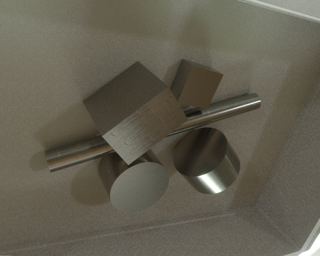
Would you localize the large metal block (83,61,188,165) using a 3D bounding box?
[{"bbox_3d":[-0.029,-0.019,0.345,0.080,0.080,0.050,-37,130,-4],"label":"large metal block"}]

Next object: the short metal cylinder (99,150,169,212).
[{"bbox_3d":[-0.035,0.065,0.412,0.081,0.050,0.079,-14,125,-21],"label":"short metal cylinder"}]

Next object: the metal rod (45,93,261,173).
[{"bbox_3d":[0.006,0.000,0.412,0.302,0.025,0.025,-16,125,-20],"label":"metal rod"}]

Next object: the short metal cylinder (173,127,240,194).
[{"bbox_3d":[0.066,0.046,0.438,0.080,0.080,0.050,-40,130,-1],"label":"short metal cylinder"}]

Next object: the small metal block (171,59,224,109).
[{"bbox_3d":[0.046,-0.056,0.399,0.050,0.025,0.050,9,114,-33],"label":"small metal block"}]
